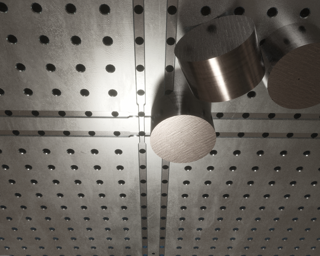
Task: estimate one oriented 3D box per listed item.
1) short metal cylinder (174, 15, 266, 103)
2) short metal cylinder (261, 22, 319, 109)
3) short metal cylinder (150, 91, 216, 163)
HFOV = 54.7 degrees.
[{"bbox_3d":[0.061,-0.071,0.316,0.080,0.080,0.050,-18,128,14],"label":"short metal cylinder"},{"bbox_3d":[0.152,-0.067,0.340,0.081,0.050,0.079,0,130,0],"label":"short metal cylinder"},{"bbox_3d":[0.028,-0.001,0.395,0.081,0.050,0.079,0,130,0],"label":"short metal cylinder"}]
